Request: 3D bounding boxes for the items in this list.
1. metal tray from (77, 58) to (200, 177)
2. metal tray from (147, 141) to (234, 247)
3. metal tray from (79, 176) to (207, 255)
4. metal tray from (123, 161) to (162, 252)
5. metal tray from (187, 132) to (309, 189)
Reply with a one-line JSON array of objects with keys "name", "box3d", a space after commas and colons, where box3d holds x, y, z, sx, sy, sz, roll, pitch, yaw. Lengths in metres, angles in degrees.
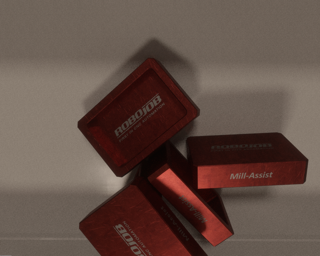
[{"name": "metal tray", "box3d": [-0.027, -0.012, 0.388, 0.130, 0.030, 0.090, -40, 85, 13]}, {"name": "metal tray", "box3d": [0.038, 0.081, 0.406, 0.030, 0.090, 0.130, -39, 106, 12]}, {"name": "metal tray", "box3d": [-0.017, 0.132, 0.352, 0.090, 0.030, 0.130, -39, 90, 17]}, {"name": "metal tray", "box3d": [-0.036, 0.120, 0.420, 0.030, 0.090, 0.129, 21, 109, -8]}, {"name": "metal tray", "box3d": [0.103, 0.038, 0.392, 0.131, 0.090, 0.030, -3, 110, 0]}]
